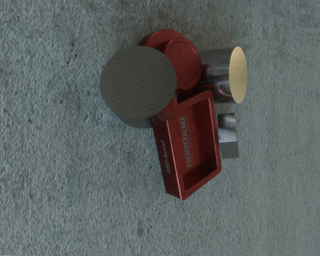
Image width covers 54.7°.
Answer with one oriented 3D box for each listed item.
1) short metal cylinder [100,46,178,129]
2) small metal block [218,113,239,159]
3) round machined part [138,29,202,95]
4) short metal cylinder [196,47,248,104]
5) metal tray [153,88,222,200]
[{"bbox_3d":[-0.021,-0.043,0.344,0.050,0.080,0.080,67,35,-77],"label":"short metal cylinder"},{"bbox_3d":[0.104,0.012,0.470,0.050,0.025,0.050,64,25,-53],"label":"small metal block"},{"bbox_3d":[0.017,-0.082,0.410,0.099,0.042,0.097,0,90,-40],"label":"round machined part"},{"bbox_3d":[0.091,-0.075,0.452,0.080,0.050,0.079,-6,96,-57],"label":"short metal cylinder"},{"bbox_3d":[0.039,0.020,0.421,0.091,0.030,0.129,-28,117,-37],"label":"metal tray"}]
